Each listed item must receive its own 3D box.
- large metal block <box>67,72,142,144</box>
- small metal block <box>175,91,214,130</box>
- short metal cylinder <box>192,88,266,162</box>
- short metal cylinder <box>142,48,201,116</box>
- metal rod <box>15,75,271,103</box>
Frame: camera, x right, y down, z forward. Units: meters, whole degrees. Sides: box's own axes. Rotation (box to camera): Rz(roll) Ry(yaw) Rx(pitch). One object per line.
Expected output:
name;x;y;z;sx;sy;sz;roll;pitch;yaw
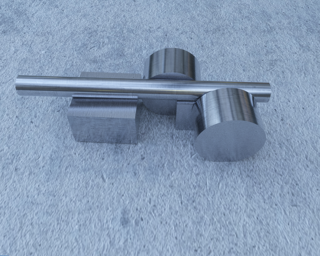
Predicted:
large metal block;-0.067;-0.027;0.407;0.081;0.050;0.080;3;50;1
small metal block;0.046;-0.022;0.406;0.050;0.050;0.025;1;50;0
short metal cylinder;0.080;-0.002;0.371;0.081;0.080;0.050;0;50;-1
short metal cylinder;0.016;-0.061;0.421;0.081;0.080;0.050;2;50;1
metal rod;-0.019;-0.048;0.378;0.302;0.025;0.025;2;50;-1
